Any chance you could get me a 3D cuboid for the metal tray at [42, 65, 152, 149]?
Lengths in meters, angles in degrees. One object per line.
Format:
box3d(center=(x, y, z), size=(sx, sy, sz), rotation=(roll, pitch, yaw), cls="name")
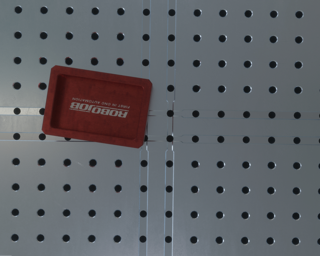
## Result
box3d(center=(-0.080, -0.027, 0.410), size=(0.131, 0.030, 0.090), rotation=(9, 90, 0), cls="metal tray")
